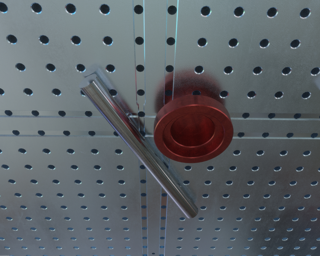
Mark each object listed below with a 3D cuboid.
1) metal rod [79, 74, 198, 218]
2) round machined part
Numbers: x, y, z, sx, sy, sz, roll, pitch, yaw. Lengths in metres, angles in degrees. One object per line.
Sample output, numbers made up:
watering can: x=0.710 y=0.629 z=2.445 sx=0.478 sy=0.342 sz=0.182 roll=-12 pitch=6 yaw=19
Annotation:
metal rod: x=-0.015 y=0.045 z=0.449 sx=0.025 sy=0.025 sz=0.299 roll=-22 pitch=127 yaw=17
round machined part: x=0.041 y=-0.003 z=0.399 sx=0.099 sy=0.042 sz=0.097 roll=-1 pitch=130 yaw=0
